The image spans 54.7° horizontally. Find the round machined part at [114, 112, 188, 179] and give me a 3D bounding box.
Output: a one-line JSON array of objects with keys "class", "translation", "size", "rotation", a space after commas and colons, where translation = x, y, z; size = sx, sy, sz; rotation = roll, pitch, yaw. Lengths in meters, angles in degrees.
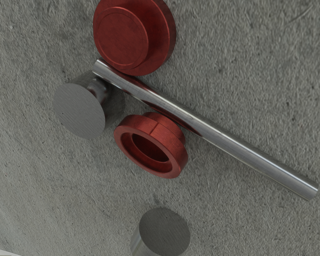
[{"class": "round machined part", "translation": [-0.007, 0.017, 0.395], "size": [0.098, 0.042, 0.098], "rotation": [26, 149, 17]}]

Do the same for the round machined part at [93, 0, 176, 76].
[{"class": "round machined part", "translation": [-0.035, -0.104, 0.348], "size": [0.098, 0.042, 0.097], "rotation": [13, 124, 20]}]

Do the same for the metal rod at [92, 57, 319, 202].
[{"class": "metal rod", "translation": [0.049, -0.003, 0.378], "size": [0.301, 0.025, 0.025], "rotation": [31, 128, 7]}]

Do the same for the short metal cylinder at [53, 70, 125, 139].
[{"class": "short metal cylinder", "translation": [-0.095, -0.032, 0.419], "size": [0.080, 0.050, 0.079], "rotation": [13, 124, 20]}]

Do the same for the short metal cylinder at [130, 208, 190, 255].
[{"class": "short metal cylinder", "translation": [0.000, 0.171, 0.476], "size": [0.080, 0.080, 0.050], "rotation": [30, 128, 8]}]
